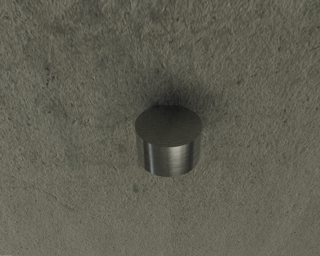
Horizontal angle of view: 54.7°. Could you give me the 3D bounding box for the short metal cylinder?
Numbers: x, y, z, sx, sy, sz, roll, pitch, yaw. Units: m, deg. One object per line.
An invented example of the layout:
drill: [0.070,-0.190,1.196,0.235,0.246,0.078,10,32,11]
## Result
short metal cylinder: [0.011,0.014,0.385,0.081,0.080,0.050,-1,130,0]
